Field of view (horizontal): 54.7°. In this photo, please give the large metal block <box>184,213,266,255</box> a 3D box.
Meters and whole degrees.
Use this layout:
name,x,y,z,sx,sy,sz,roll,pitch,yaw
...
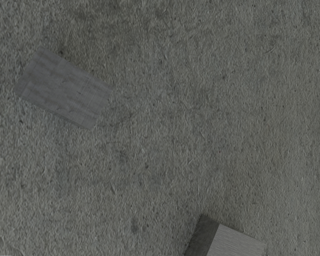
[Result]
name,x,y,z,sx,sy,sz,roll,pitch,yaw
large metal block,0.085,0.176,0.427,0.080,0.050,0.080,28,81,-18

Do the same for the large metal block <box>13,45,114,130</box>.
name,x,y,z,sx,sy,sz,roll,pitch,yaw
large metal block,-0.105,-0.039,0.341,0.080,0.080,0.050,29,81,-18
